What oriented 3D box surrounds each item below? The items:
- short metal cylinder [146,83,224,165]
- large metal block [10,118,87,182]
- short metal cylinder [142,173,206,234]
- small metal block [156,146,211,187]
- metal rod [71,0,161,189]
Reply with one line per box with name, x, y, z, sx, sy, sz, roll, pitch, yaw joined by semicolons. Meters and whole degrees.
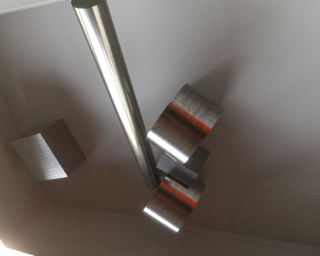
short metal cylinder;0.028;-0.004;0.355;0.050;0.080;0.079;36;129;4
large metal block;-0.182;0.037;0.509;0.080;0.050;0.080;-14;112;33
short metal cylinder;0.019;0.095;0.420;0.050;0.080;0.079;33;129;6
small metal block;0.031;0.041;0.400;0.050;0.050;0.025;30;128;8
metal rod;-0.032;-0.007;0.345;0.025;0.025;0.299;15;148;20
